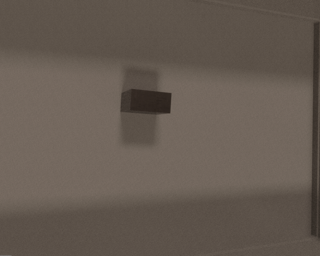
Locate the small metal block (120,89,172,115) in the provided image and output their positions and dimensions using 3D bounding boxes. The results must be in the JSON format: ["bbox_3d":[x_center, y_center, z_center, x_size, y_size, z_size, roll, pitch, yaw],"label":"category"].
[{"bbox_3d":[-0.019,-0.032,0.391,0.050,0.050,0.025,4,89,-20],"label":"small metal block"}]
